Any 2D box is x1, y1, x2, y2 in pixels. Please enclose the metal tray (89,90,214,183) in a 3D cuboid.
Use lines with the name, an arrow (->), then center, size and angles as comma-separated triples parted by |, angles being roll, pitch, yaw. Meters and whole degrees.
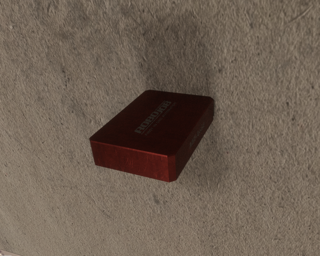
metal tray -> -0.002, 0.000, 0.339 | 0.090, 0.131, 0.030 | 9, 122, 23
